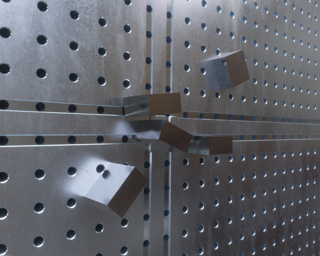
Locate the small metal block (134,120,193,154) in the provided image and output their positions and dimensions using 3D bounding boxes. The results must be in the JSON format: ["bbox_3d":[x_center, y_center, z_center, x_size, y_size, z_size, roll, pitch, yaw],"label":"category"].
[{"bbox_3d":[0.004,0.011,0.395,0.050,0.050,0.025,29,72,-36],"label":"small metal block"}]

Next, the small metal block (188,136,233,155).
[{"bbox_3d":[0.069,0.024,0.450,0.050,0.050,0.025,1,90,-40],"label":"small metal block"}]

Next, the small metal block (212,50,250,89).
[{"bbox_3d":[0.117,-0.095,0.505,0.050,0.025,0.050,-28,108,-36],"label":"small metal block"}]

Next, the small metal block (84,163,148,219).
[{"bbox_3d":[-0.050,0.069,0.351,0.025,0.050,0.050,51,60,-28],"label":"small metal block"}]

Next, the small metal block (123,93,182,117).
[{"bbox_3d":[-0.010,-0.028,0.384,0.050,0.050,0.025,-8,96,-40],"label":"small metal block"}]
